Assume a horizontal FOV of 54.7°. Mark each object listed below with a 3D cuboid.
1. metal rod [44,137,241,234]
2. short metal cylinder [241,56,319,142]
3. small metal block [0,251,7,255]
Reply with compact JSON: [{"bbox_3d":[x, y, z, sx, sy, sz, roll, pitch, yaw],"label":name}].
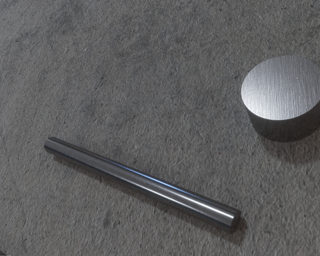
[{"bbox_3d":[-0.045,0.059,0.389,0.300,0.025,0.025,16,70,34],"label":"metal rod"},{"bbox_3d":[0.134,-0.031,0.336,0.080,0.050,0.080,-13,56,20],"label":"short metal cylinder"},{"bbox_3d":[-0.243,0.185,0.415,0.050,0.025,0.050,9,66,32],"label":"small metal block"}]
